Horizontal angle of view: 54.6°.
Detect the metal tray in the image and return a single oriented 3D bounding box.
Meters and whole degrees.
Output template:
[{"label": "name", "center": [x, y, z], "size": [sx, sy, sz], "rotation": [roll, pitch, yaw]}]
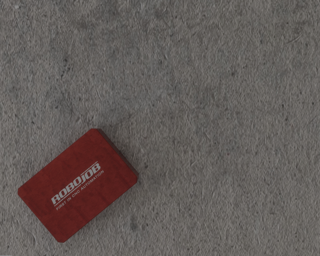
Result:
[{"label": "metal tray", "center": [-0.105, 0.073, 0.407], "size": [0.130, 0.030, 0.090], "rotation": [-40, 90, 0]}]
